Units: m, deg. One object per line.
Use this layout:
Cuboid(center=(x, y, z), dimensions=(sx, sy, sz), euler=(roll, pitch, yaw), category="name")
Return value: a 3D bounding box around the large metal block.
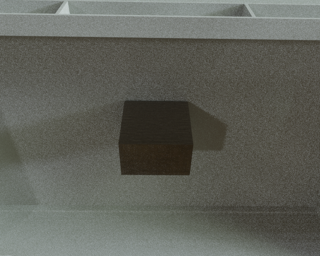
Cuboid(center=(-0.005, 0.011, 0.379), dimensions=(0.080, 0.080, 0.050), euler=(1, 130, -1), category="large metal block")
